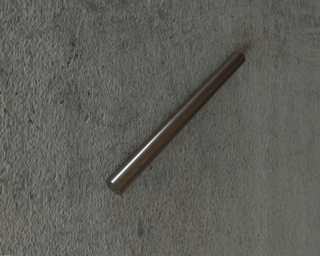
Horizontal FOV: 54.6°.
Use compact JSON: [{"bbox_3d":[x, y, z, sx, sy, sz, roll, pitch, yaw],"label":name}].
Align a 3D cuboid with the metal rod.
[{"bbox_3d":[0.038,-0.023,0.434,0.301,0.025,0.025,-45,117,-30],"label":"metal rod"}]
